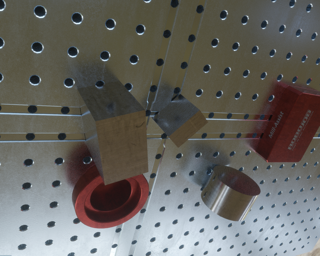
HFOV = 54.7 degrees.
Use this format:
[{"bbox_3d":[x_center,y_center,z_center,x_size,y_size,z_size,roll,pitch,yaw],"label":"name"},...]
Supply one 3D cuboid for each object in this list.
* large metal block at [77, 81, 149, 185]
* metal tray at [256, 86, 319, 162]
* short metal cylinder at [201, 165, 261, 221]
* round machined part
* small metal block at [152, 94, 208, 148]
[{"bbox_3d":[-0.053,0.003,0.348,0.050,0.080,0.079,-15,125,-20],"label":"large metal block"},{"bbox_3d":[0.229,-0.003,0.531,0.091,0.030,0.129,4,117,-30],"label":"metal tray"},{"bbox_3d":[0.114,0.104,0.502,0.081,0.080,0.050,9,114,-32],"label":"short metal cylinder"},{"bbox_3d":[-0.068,0.083,0.414,0.099,0.042,0.097,-14,124,-21],"label":"round machined part"},{"bbox_3d":[0.025,-0.010,0.402,0.050,0.050,0.025,-41,129,-1],"label":"small metal block"}]
